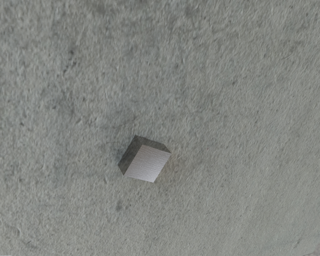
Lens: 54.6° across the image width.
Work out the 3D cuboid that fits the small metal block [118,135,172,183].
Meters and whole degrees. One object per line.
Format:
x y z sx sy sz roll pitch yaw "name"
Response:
-0.021 0.042 0.421 0.050 0.025 0.050 21 107 -36 "small metal block"
